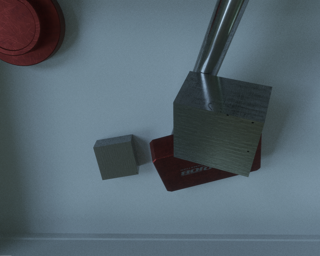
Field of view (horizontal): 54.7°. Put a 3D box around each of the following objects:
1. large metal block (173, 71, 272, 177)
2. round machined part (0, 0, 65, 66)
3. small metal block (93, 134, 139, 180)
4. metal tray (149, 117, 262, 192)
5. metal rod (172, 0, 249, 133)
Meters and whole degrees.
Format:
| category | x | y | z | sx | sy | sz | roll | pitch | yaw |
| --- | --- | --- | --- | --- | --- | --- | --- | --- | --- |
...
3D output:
| category | x | y | z | sx | sy | sz | roll | pitch | yaw |
| --- | --- | --- | --- | --- | --- | --- | --- | --- | --- |
| large metal block | 0.060 | -0.004 | 0.313 | 0.080 | 0.050 | 0.080 | 14 | 139 | 16 |
| round machined part | -0.164 | -0.120 | 0.356 | 0.099 | 0.042 | 0.097 | 0 | 110 | -1 |
| small metal block | -0.059 | 0.040 | 0.425 | 0.050 | 0.025 | 0.050 | -10 | 110 | 3 |
| metal tray | 0.061 | 0.036 | 0.400 | 0.131 | 0.030 | 0.090 | -15 | 141 | 5 |
| metal rod | 0.050 | -0.068 | 0.308 | 0.025 | 0.025 | 0.298 | 11 | 141 | -4 |
